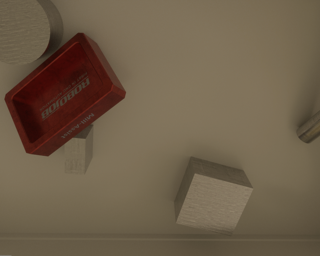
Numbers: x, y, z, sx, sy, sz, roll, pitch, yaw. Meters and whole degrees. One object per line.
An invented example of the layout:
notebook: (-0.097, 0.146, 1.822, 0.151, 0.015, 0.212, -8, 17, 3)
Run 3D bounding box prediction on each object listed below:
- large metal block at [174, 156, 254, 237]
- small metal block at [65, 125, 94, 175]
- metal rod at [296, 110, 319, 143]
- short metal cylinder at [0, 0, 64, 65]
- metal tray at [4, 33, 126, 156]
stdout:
large metal block: (0.071, 0.095, 0.434, 0.080, 0.050, 0.079, 15, 109, -6)
small metal block: (-0.105, 0.026, 0.406, 0.025, 0.050, 0.050, 6, 110, -3)
metal rod: (0.245, -0.073, 0.307, 0.025, 0.025, 0.298, 21, 140, -8)
short metal cylinder: (-0.158, -0.116, 0.353, 0.081, 0.050, 0.079, 0, 110, -1)
metal tray: (-0.115, -0.038, 0.366, 0.130, 0.030, 0.090, -36, 69, 11)
